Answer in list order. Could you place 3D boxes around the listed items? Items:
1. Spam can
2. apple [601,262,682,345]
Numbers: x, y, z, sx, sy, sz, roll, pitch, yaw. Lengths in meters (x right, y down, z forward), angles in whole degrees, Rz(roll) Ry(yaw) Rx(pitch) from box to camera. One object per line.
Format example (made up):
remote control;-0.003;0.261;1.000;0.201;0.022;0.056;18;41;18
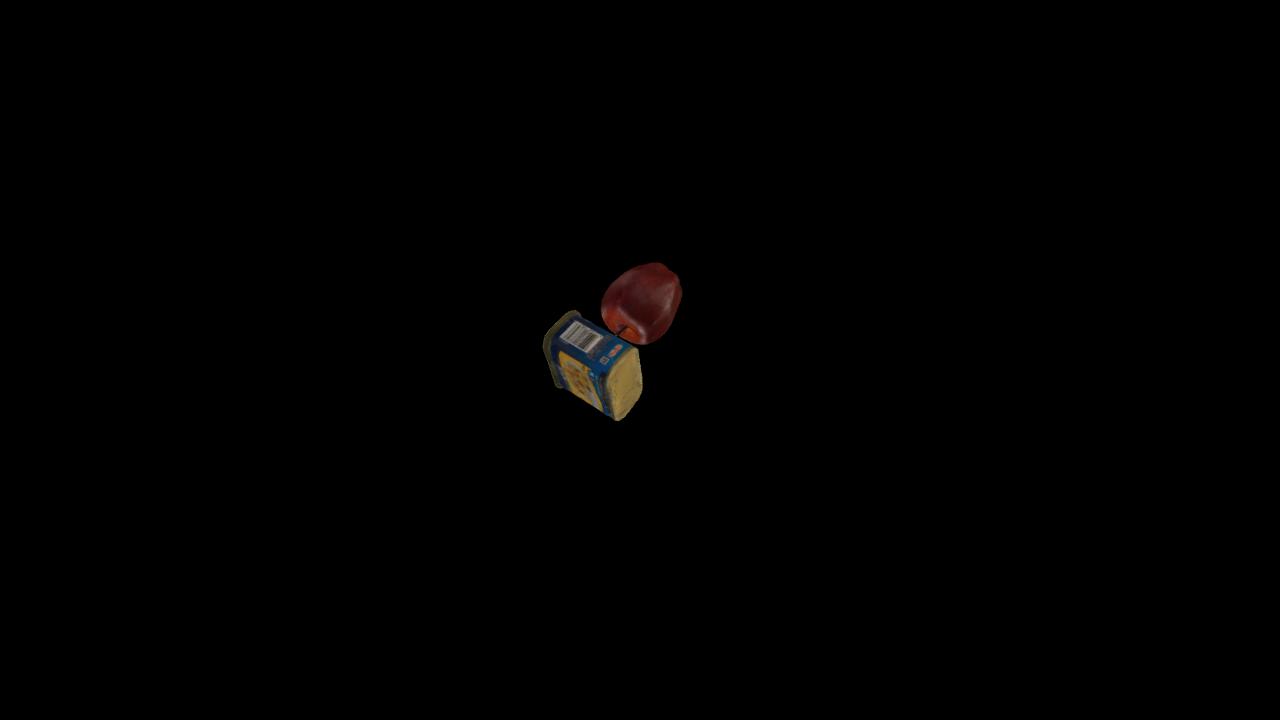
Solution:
Spam can;-0.047;0.008;0.652;0.085;0.058;0.101;30;-27;24
apple;0.002;-0.060;0.652;0.079;0.093;0.079;31;-23;15
